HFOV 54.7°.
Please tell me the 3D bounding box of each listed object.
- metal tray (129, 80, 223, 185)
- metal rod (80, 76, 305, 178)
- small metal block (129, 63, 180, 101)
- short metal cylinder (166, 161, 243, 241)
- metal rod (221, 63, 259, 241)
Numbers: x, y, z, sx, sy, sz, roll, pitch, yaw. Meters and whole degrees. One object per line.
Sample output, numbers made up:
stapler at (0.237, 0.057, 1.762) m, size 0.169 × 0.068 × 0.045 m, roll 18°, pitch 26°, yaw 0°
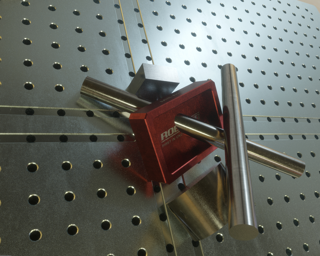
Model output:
metal tray at (0.030, 0.001, 0.394) m, size 0.131 × 0.030 × 0.089 m, roll -30°, pitch 110°, yaw -38°
metal rod at (0.045, 0.000, 0.401) m, size 0.302 × 0.025 × 0.025 m, roll 21°, pitch 53°, yaw -4°
small metal block at (-0.008, -0.061, 0.426) m, size 0.050 × 0.050 × 0.025 m, roll 3°, pitch 61°, yaw -27°
short metal cylinder at (0.054, 0.082, 0.354) m, size 0.081 × 0.080 × 0.050 m, roll -32°, pitch 80°, yaw -38°
metal rod at (0.092, -0.001, 0.386) m, size 0.025 × 0.025 × 0.300 m, roll 27°, pitch 37°, yaw -12°
